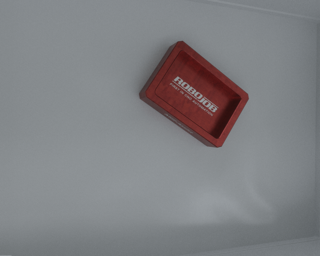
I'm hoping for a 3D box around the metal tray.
[{"bbox_3d":[0.049,-0.043,0.425,0.130,0.030,0.090,35,79,-17],"label":"metal tray"}]
